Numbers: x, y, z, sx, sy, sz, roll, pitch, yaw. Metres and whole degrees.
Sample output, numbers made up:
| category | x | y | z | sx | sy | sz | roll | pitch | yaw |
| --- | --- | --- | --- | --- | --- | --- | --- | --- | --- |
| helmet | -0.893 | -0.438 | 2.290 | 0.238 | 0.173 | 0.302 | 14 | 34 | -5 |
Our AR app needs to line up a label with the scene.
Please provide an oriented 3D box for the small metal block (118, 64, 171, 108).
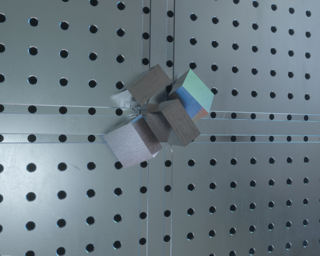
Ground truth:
| category | x | y | z | sx | sy | sz | roll | pitch | yaw |
| --- | --- | --- | --- | --- | --- | --- | --- | --- | --- |
| small metal block | -0.021 | -0.051 | 0.391 | 0.050 | 0.050 | 0.025 | -43 | 104 | -15 |

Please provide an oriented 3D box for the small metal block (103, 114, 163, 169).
| category | x | y | z | sx | sy | sz | roll | pitch | yaw |
| --- | --- | --- | --- | --- | --- | --- | --- | --- | --- |
| small metal block | -0.034 | 0.017 | 0.384 | 0.050 | 0.050 | 0.025 | 58 | 36 | -11 |

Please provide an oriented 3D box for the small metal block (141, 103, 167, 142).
| category | x | y | z | sx | sy | sz | roll | pitch | yaw |
| --- | --- | --- | --- | --- | --- | --- | --- | --- | --- |
| small metal block | 0.002 | -0.006 | 0.413 | 0.050 | 0.025 | 0.050 | 1 | 90 | -21 |

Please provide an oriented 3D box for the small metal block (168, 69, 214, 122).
| category | x | y | z | sx | sy | sz | roll | pitch | yaw |
| --- | --- | --- | --- | --- | --- | --- | --- | --- | --- |
| small metal block | 0.043 | -0.044 | 0.414 | 0.050 | 0.025 | 0.050 | 44 | 36 | -15 |

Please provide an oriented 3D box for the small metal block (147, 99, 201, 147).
| category | x | y | z | sx | sy | sz | roll | pitch | yaw |
| --- | --- | --- | --- | --- | --- | --- | --- | --- | --- |
| small metal block | 0.016 | -0.006 | 0.378 | 0.025 | 0.050 | 0.050 | -38 | 103 | -17 |
